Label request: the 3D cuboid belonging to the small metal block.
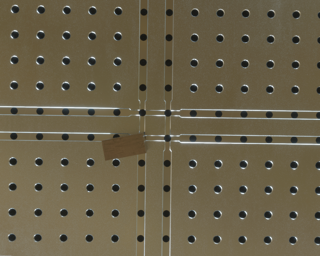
[{"bbox_3d":[-0.044,0.023,0.400,0.050,0.050,0.025,-11,90,0],"label":"small metal block"}]
